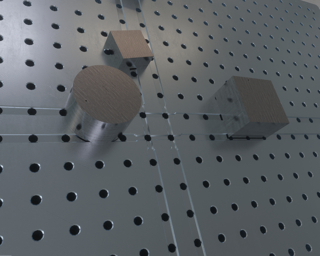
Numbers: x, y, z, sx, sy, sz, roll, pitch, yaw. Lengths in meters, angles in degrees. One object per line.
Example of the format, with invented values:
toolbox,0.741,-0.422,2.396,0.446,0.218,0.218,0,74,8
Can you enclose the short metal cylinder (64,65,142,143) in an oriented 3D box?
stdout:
short metal cylinder,-0.069,-0.028,0.372,0.081,0.050,0.080,14,56,-21

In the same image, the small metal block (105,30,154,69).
small metal block,-0.045,-0.115,0.454,0.050,0.025,0.050,-14,69,-34

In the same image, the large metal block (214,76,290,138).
large metal block,0.143,-0.032,0.488,0.081,0.050,0.080,1,61,-28
